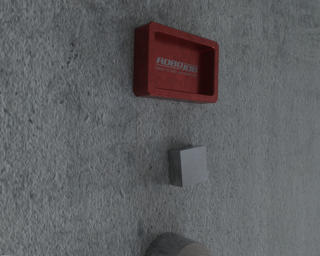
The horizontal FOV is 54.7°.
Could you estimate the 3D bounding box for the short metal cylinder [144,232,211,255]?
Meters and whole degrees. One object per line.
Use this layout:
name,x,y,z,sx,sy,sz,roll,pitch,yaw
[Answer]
short metal cylinder,0.023,0.185,0.408,0.081,0.050,0.080,0,90,-40

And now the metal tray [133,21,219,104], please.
metal tray,0.026,-0.083,0.422,0.131,0.030,0.089,2,89,-40

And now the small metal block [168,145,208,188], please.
small metal block,0.040,0.052,0.438,0.050,0.025,0.050,-8,95,-40
